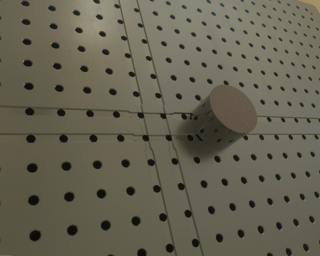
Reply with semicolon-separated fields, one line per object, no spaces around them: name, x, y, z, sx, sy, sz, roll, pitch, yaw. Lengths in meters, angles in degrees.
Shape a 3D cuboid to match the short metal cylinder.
short metal cylinder;0.094;-0.017;0.455;0.081;0.050;0.080;14;56;-21
